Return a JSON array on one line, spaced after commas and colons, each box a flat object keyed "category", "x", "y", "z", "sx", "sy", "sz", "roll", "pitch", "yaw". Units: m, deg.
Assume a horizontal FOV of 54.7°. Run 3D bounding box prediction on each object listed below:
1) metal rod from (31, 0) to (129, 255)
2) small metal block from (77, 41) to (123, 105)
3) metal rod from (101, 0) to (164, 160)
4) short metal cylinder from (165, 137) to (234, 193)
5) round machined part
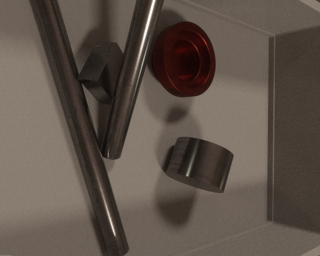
[{"category": "metal rod", "x": -0.083, "y": 0.005, "z": 0.337, "sx": 0.025, "sy": 0.025, "sz": 0.298, "roll": -23, "pitch": 105, "yaw": -38}, {"category": "small metal block", "x": -0.058, "y": -0.060, "z": 0.344, "sx": 0.050, "sy": 0.025, "sz": 0.050, "roll": 59, "pitch": 48, "yaw": -59}, {"category": "metal rod", "x": -0.016, "y": -0.099, "z": 0.301, "sx": 0.025, "sy": 0.025, "sz": 0.298, "roll": -5, "pitch": 123, "yaw": -40}, {"category": "short metal cylinder", "x": 0.053, "y": 0.051, "z": 0.418, "sx": 0.080, "sy": 0.080, "sz": 0.050, "roll": 31, "pitch": 71, "yaw": -36}, {"category": "round machined part", "x": 0.028, "y": -0.090, "z": 0.421, "sx": 0.099, "sy": 0.042, "sz": 0.097, "roll": 0, "pitch": 90, "yaw": -40}]
